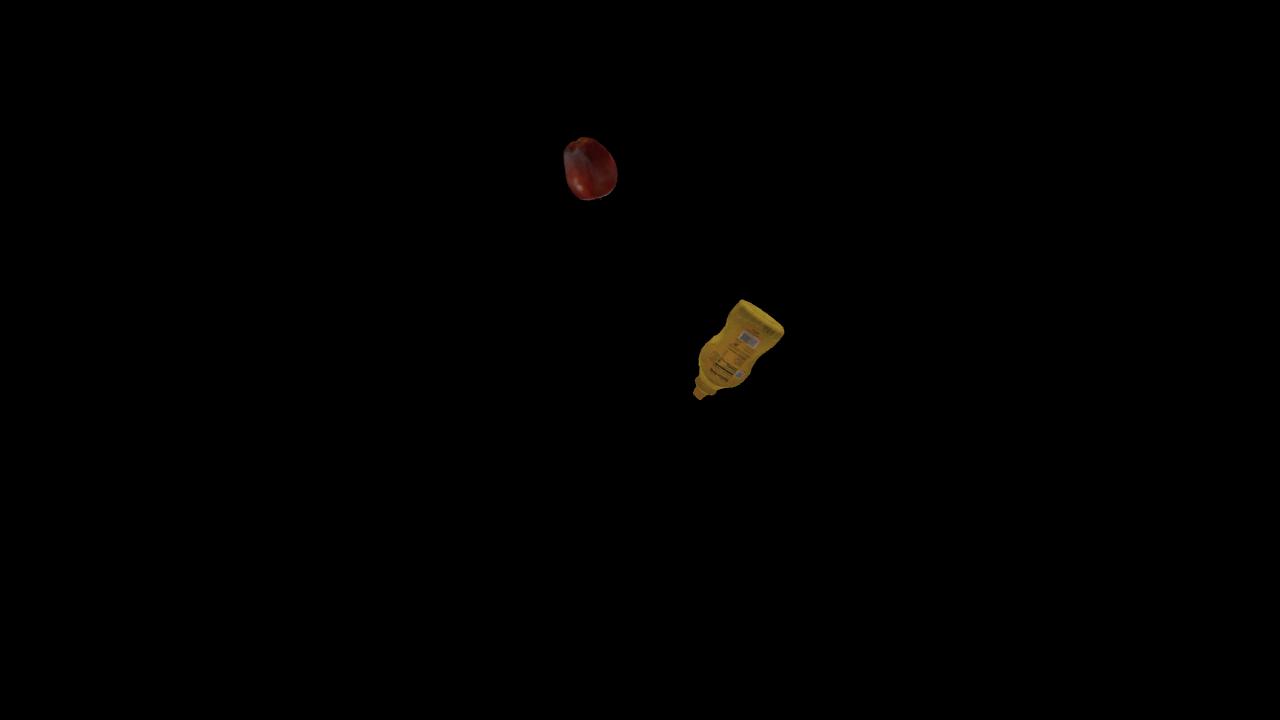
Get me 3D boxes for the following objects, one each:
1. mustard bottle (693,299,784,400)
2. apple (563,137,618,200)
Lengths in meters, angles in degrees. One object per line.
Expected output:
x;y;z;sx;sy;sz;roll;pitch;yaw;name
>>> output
0.147;-0.004;1.016;0.092;0.184;0.054;30;24;-14;mustard bottle
-0.075;-0.284;0.921;0.079;0.093;0.079;-13;37;10;apple
